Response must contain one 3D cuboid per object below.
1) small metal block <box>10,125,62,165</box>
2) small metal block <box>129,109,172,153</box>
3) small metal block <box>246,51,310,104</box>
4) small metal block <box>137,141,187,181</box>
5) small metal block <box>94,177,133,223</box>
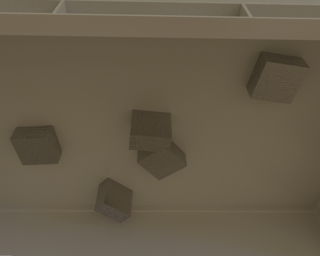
[{"bbox_3d":[-0.169,0.024,0.427,0.050,0.025,0.050,-3,130,1],"label":"small metal block"},{"bbox_3d":[-0.012,0.003,0.396,0.050,0.050,0.025,5,130,-5],"label":"small metal block"},{"bbox_3d":[0.136,-0.058,0.362,0.050,0.025,0.050,7,130,-7],"label":"small metal block"},{"bbox_3d":[0.003,0.044,0.446,0.050,0.025,0.050,-31,124,23],"label":"small metal block"},{"bbox_3d":[-0.072,0.114,0.489,0.050,0.050,0.025,35,122,-26],"label":"small metal block"}]
